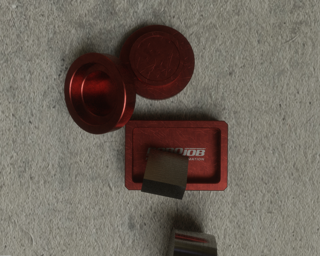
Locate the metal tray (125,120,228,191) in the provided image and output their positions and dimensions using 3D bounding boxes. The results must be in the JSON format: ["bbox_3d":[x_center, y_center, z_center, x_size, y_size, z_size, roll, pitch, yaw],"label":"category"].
[{"bbox_3d":[0.021,0.035,0.407,0.131,0.030,0.089,1,90,-1],"label":"metal tray"}]

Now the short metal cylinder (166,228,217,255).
[{"bbox_3d":[0.035,0.169,0.383,0.050,0.080,0.080,11,90,0],"label":"short metal cylinder"}]

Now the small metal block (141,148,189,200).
[{"bbox_3d":[0.007,0.056,0.383,0.050,0.050,0.025,12,131,0],"label":"small metal block"}]

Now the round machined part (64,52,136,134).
[{"bbox_3d":[-0.069,-0.043,0.386,0.098,0.042,0.097,6,102,31],"label":"round machined part"}]

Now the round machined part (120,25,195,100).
[{"bbox_3d":[-0.004,-0.086,0.401,0.099,0.042,0.097,0,90,-1],"label":"round machined part"}]
